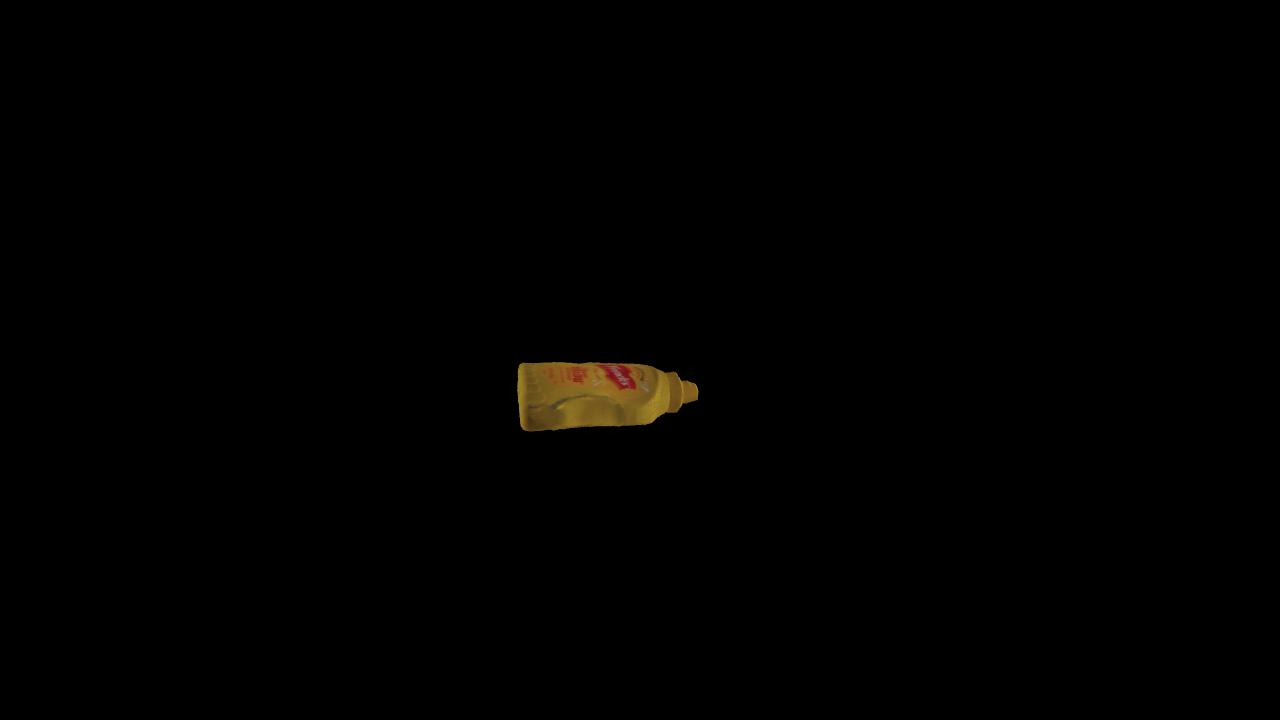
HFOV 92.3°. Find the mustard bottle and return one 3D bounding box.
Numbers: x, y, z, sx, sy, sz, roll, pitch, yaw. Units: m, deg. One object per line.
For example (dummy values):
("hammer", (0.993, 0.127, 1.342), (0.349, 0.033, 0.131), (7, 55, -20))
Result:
("mustard bottle", (-0.029, 0.034, 0.622), (0.184, 0.054, 0.092), (0, 21, -14))
